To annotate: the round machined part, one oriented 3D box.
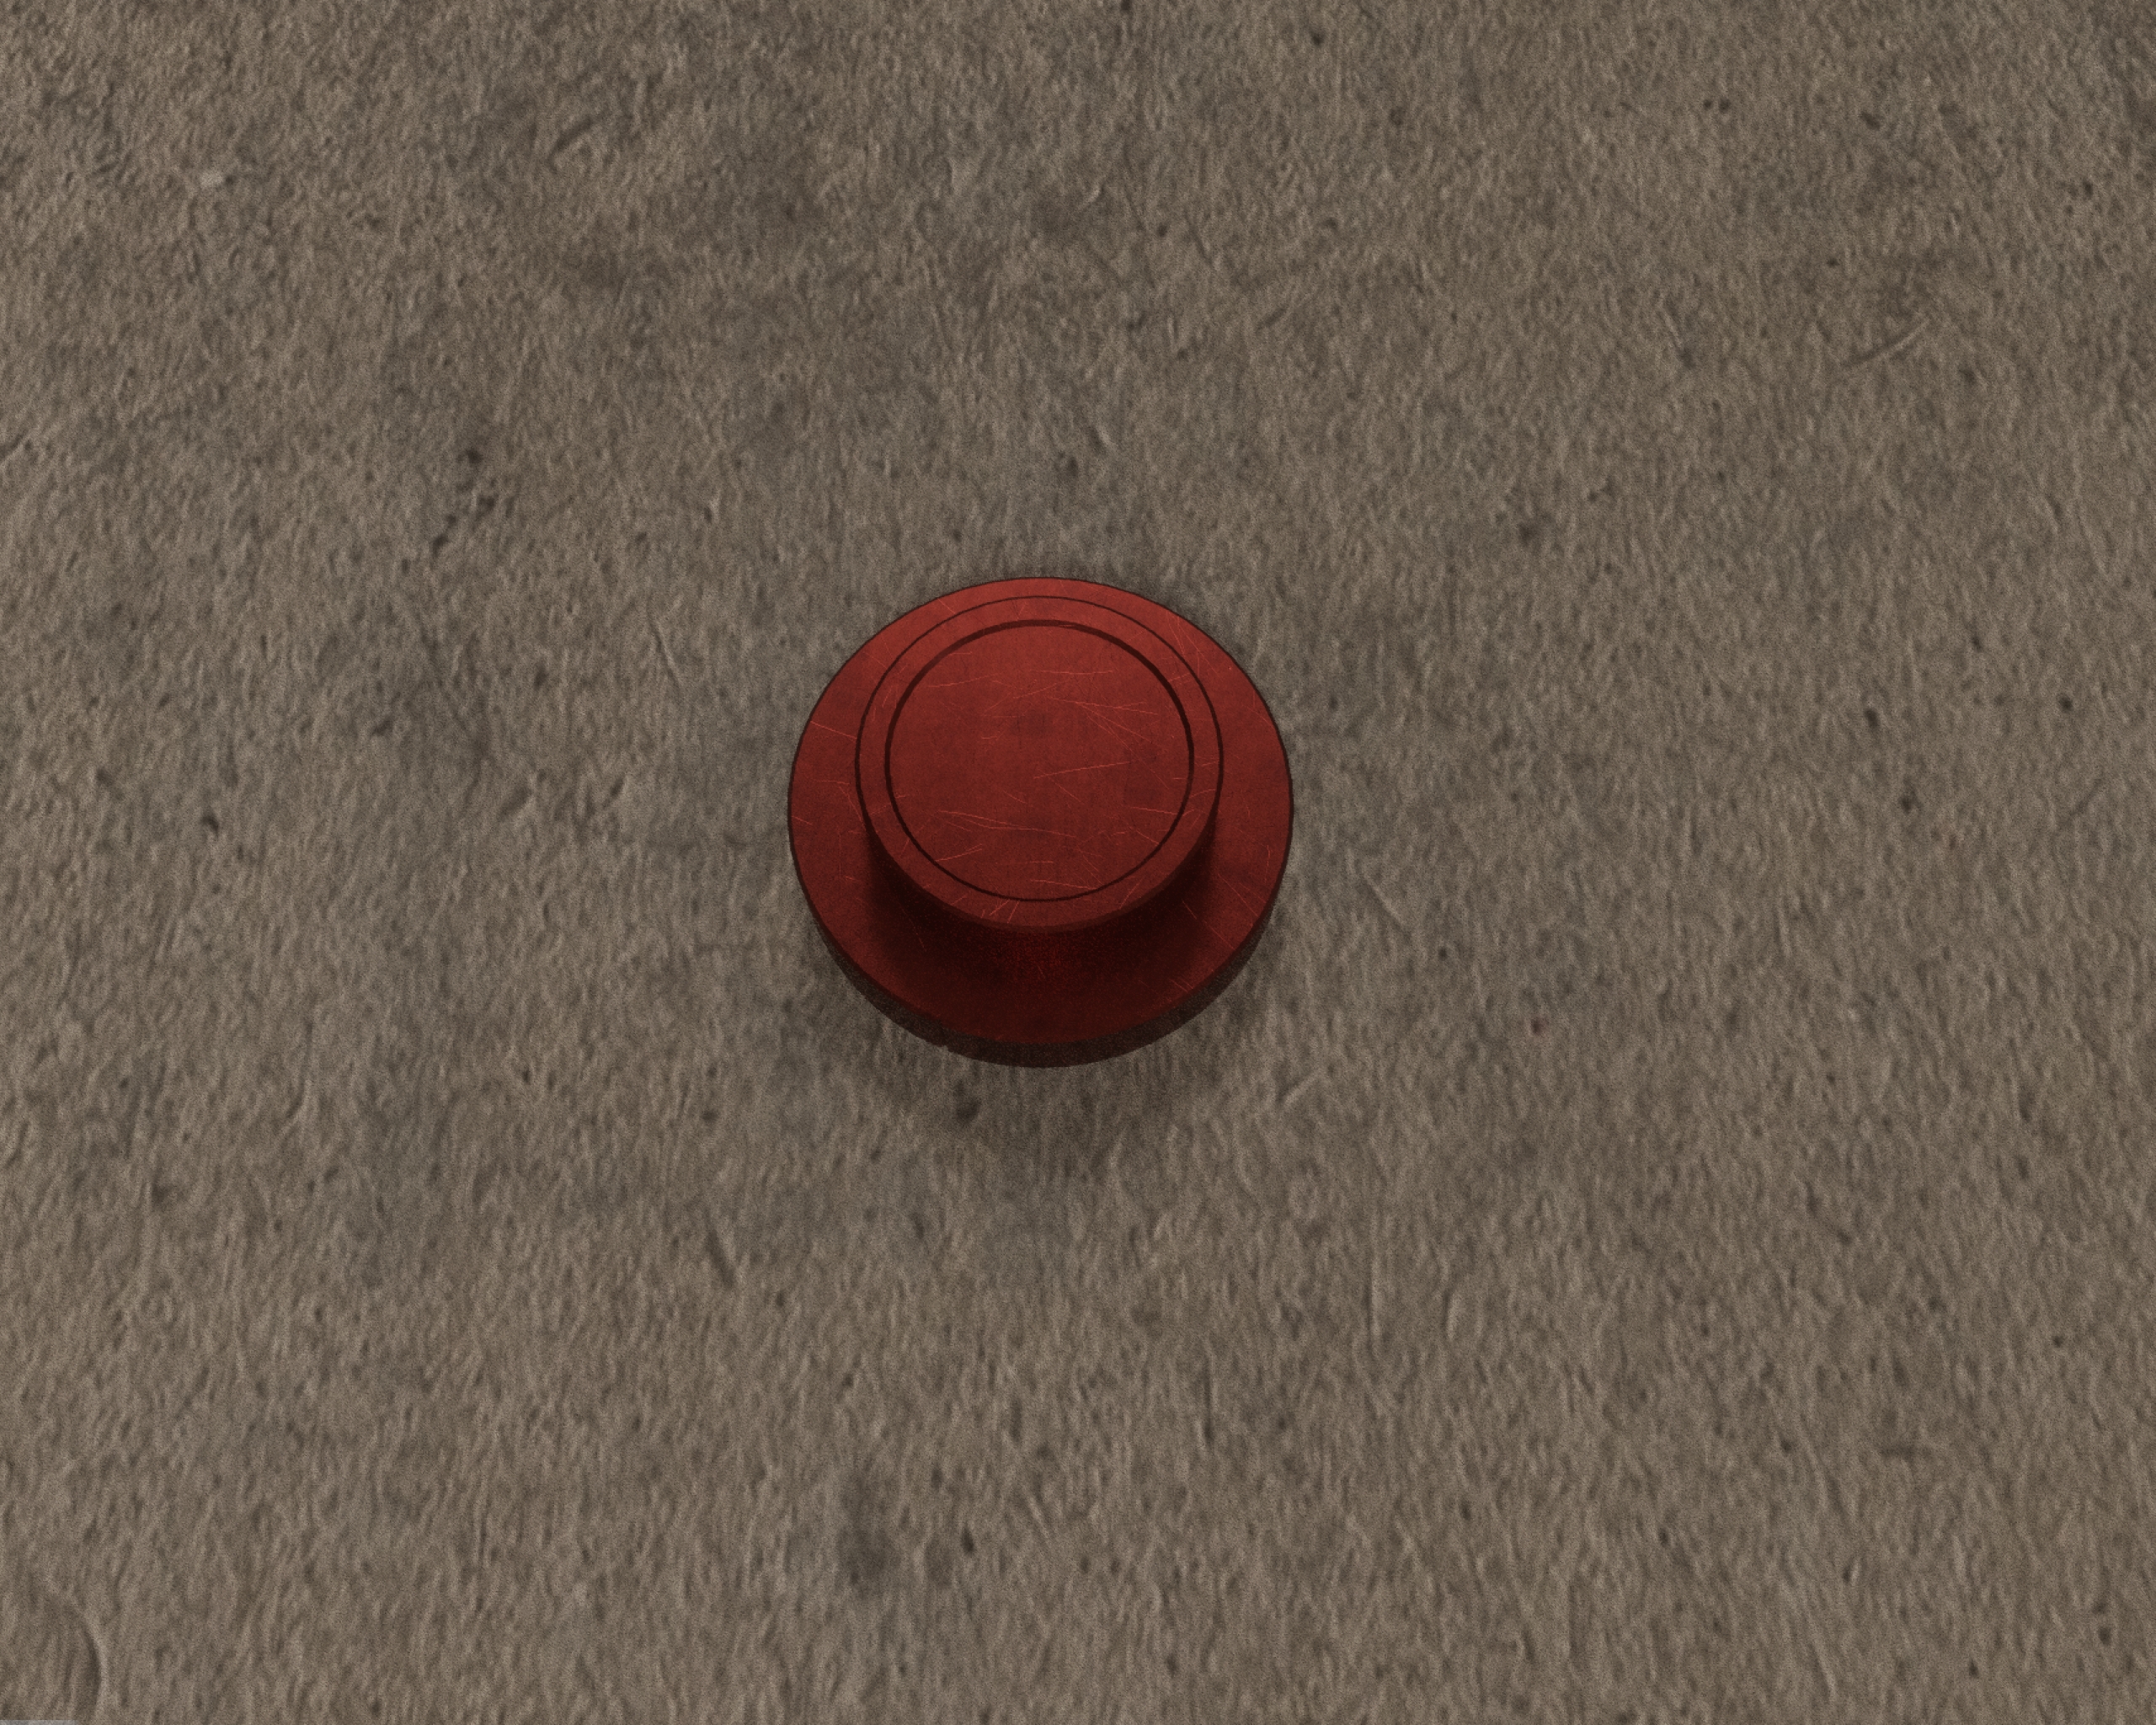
[{"bbox_3d":[-0.007,-0.012,0.404,0.099,0.042,0.098,0,70,-1],"label":"round machined part"}]
